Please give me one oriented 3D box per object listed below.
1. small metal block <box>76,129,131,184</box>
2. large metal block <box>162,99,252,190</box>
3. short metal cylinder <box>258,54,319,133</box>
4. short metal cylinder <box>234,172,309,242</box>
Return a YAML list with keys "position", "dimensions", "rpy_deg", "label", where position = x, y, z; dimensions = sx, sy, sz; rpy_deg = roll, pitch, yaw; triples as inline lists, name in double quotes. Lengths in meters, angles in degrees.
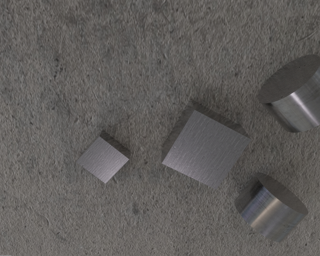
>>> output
- position: [-0.076, 0.039, 0.423]
  dimensions: [0.050, 0.025, 0.050]
  rpy_deg: [40, 105, -14]
  label: "small metal block"
- position: [0.057, 0.021, 0.404]
  dimensions: [0.080, 0.050, 0.080]
  rpy_deg: [27, 108, -10]
  label: "large metal block"
- position: [0.165, -0.041, 0.367]
  dimensions: [0.080, 0.080, 0.050]
  rpy_deg: [-42, 105, 14]
  label: "short metal cylinder"
- position: [0.150, 0.106, 0.421]
  dimensions: [0.080, 0.080, 0.050]
  rpy_deg: [30, 107, -11]
  label: "short metal cylinder"
